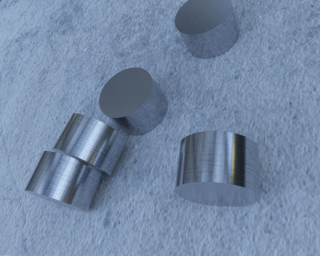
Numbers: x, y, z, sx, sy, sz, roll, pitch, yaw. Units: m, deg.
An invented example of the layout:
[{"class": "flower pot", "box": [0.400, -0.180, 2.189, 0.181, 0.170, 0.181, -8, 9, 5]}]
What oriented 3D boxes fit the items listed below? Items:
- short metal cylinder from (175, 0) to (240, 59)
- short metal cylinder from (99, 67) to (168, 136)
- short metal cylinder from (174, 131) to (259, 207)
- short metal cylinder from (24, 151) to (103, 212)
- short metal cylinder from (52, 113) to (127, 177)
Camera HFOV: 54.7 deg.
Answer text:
[{"class": "short metal cylinder", "box": [0.068, -0.146, 0.441, 0.080, 0.050, 0.080, -13, 56, 20]}, {"class": "short metal cylinder", "box": [-0.036, -0.036, 0.427, 0.080, 0.050, 0.080, -13, 56, 20]}, {"class": "short metal cylinder", "box": [0.057, 0.043, 0.311, 0.080, 0.080, 0.050, -5, 60, 25]}, {"class": "short metal cylinder", "box": [-0.119, 0.068, 0.387, 0.080, 0.080, 0.050, 5, 64, 30]}, {"class": "short metal cylinder", "box": [-0.090, 0.023, 0.400, 0.080, 0.080, 0.050, 12, 68, 33]}]
